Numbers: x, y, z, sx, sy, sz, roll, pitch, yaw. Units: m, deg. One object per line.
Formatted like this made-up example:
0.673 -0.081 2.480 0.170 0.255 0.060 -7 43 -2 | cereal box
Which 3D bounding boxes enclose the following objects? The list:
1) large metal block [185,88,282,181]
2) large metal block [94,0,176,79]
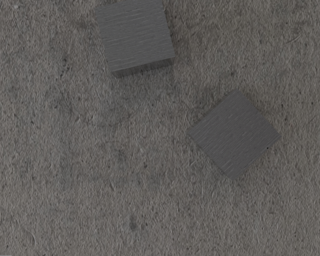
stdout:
0.090 0.008 0.398 0.080 0.050 0.080 -42 90 0 | large metal block
-0.030 -0.115 0.397 0.080 0.050 0.080 -14 90 0 | large metal block
